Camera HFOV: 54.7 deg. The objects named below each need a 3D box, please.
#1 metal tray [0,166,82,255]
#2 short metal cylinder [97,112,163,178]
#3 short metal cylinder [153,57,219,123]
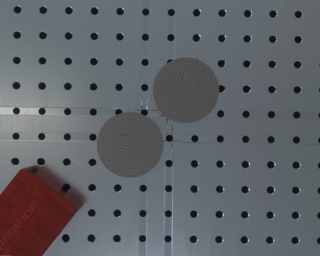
[{"bbox_3d":[-0.180,0.127,0.409,0.090,0.030,0.130,38,90,0],"label":"metal tray"},{"bbox_3d":[-0.036,0.020,0.400,0.081,0.050,0.080,0,90,0],"label":"short metal cylinder"},{"bbox_3d":[0.032,-0.046,0.401,0.081,0.050,0.080,0,90,0],"label":"short metal cylinder"}]
